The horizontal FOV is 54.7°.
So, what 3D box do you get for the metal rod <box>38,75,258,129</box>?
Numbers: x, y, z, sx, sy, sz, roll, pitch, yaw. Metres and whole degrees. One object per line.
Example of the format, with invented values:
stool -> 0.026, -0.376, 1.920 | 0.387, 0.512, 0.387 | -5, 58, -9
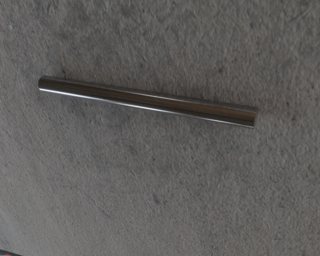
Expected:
metal rod -> -0.031, -0.038, 0.398 | 0.301, 0.025, 0.025 | 11, 123, 21
